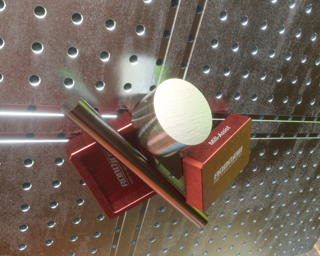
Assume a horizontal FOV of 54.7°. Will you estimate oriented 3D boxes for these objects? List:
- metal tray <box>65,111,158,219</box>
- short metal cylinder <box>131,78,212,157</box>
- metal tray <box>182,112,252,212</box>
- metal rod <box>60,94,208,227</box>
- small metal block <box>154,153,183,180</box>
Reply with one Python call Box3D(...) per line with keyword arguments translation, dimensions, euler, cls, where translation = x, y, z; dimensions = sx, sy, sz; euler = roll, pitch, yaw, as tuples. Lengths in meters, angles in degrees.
Box3D(translation=(-0.053, 0.053, 0.406), dimensions=(0.090, 0.030, 0.129), euler=(-28, 128, -11), cls="metal tray")
Box3D(translation=(0.014, -0.011, 0.364), dimensions=(0.081, 0.080, 0.050), euler=(8, 156, -32), cls="short metal cylinder")
Box3D(translation=(0.086, 0.046, 0.446), dimensions=(0.131, 0.030, 0.089), euler=(-37, 134, -36), cls="metal tray")
Box3D(translation=(-0.011, 0.062, 0.400), dimensions=(0.025, 0.025, 0.300), euler=(-42, 130, 0), cls="metal rod")
Box3D(translation=(0.010, 0.035, 0.417), dimensions=(0.025, 0.050, 0.050), euler=(-42, 130, 0), cls="small metal block")
